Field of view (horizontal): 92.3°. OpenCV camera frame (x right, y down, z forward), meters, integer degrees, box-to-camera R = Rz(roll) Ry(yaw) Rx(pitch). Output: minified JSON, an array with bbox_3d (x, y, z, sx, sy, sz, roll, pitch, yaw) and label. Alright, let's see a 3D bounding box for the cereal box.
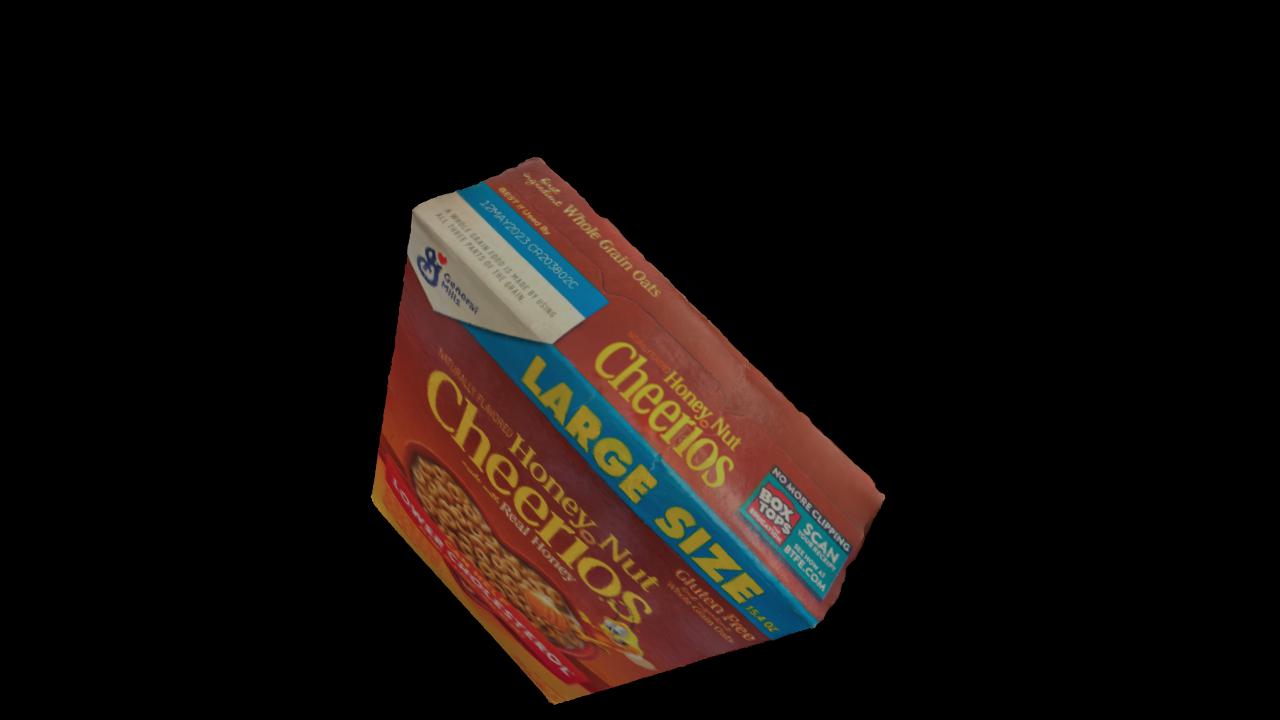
[{"bbox_3d":[-0.050,0.075,0.340,0.081,0.203,0.306,-39,-8,-38],"label":"cereal box"}]
